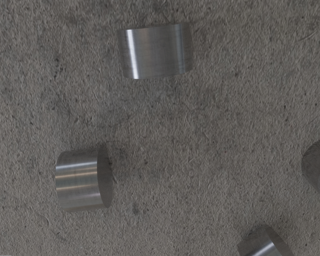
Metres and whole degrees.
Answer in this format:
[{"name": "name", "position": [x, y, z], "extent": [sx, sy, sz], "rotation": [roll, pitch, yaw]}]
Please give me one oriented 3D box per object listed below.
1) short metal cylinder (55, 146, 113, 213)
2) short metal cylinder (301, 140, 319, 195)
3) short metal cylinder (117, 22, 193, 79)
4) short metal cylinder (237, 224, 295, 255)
[{"name": "short metal cylinder", "position": [-0.096, 0.067, 0.404], "extent": [0.050, 0.080, 0.079], "rotation": [-7, 110, 3]}, {"name": "short metal cylinder", "position": [0.242, 0.057, 0.420], "extent": [0.081, 0.050, 0.079], "rotation": [0, 110, 0]}, {"name": "short metal cylinder", "position": [-0.005, -0.089, 0.348], "extent": [0.080, 0.080, 0.050], "rotation": [-6, 110, 2]}, {"name": "short metal cylinder", "position": [0.160, 0.189, 0.452], "extent": [0.050, 0.080, 0.080], "rotation": [-42, 105, 14]}]
